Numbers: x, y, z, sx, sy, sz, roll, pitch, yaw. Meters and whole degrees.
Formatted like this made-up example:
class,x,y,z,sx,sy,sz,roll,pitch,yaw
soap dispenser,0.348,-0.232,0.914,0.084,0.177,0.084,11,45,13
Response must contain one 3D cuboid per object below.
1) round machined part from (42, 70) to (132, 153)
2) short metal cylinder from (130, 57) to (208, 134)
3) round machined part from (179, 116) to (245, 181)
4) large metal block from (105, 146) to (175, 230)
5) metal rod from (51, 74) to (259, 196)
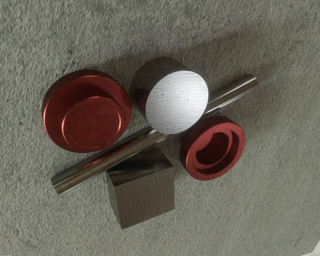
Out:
class,x,y,z,sx,sy,sz,roll,pitch,yaw
round machined part,-0.078,-0.012,0.347,0.099,0.042,0.097,-14,124,-21
short metal cylinder,0.010,-0.039,0.373,0.081,0.050,0.079,-14,124,-21
round machined part,0.072,0.025,0.452,0.099,0.042,0.097,-14,124,-21
large metal block,-0.027,0.082,0.429,0.081,0.050,0.079,-16,125,-19
metal rod,0.002,0.004,0.413,0.302,0.025,0.025,-28,128,-11
